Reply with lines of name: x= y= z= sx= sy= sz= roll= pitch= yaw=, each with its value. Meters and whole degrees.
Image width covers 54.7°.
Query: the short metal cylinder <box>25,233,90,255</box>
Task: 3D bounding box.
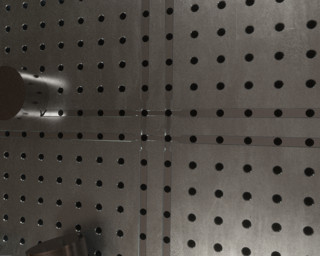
short metal cylinder: x=-0.140 y=0.185 z=0.431 sx=0.080 sy=0.080 sz=0.050 roll=-15 pitch=85 yaw=19

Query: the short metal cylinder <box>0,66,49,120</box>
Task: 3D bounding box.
short metal cylinder: x=-0.220 y=-0.051 z=0.475 sx=0.080 sy=0.050 sz=0.079 roll=0 pitch=90 yaw=19
